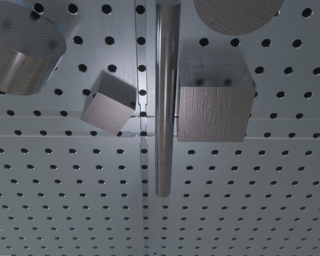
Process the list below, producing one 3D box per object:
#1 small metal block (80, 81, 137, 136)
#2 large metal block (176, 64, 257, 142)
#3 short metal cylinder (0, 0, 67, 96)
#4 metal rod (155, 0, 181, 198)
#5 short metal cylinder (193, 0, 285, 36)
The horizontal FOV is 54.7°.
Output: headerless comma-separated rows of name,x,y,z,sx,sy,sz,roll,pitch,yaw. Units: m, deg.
small metal block,-0.065,-0.024,0.391,0.050,0.025,0.050,26,125,-21
large metal block,0.062,-0.029,0.371,0.081,0.050,0.079,0,130,-1
short metal cylinder,-0.142,-0.079,0.307,0.080,0.080,0.050,29,124,-23
metal rod,0.006,-0.011,0.402,0.025,0.025,0.298,0,130,-1
short metal cylinder,0.069,-0.133,0.283,0.081,0.050,0.079,0,130,0
